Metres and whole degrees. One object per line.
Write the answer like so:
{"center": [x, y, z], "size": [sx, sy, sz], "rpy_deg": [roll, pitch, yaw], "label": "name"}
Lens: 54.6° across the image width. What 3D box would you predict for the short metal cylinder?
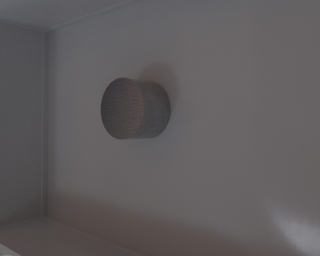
{"center": [-0.034, -0.025, 0.417], "size": [0.080, 0.050, 0.080], "rpy_deg": [0, 90, 40], "label": "short metal cylinder"}
